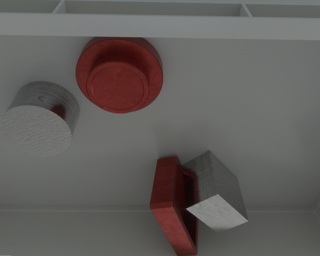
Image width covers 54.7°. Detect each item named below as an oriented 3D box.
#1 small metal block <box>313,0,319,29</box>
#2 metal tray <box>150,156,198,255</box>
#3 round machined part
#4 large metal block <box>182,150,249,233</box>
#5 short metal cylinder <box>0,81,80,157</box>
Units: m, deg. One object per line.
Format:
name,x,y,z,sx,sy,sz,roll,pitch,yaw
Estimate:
small metal block,0.188,-0.109,0.303,0.050,0.050,0.025,-3,130,2
metal tray,0.026,0.117,0.461,0.030,0.090,0.129,-11,128,17
round machined part,-0.046,-0.055,0.351,0.099,0.042,0.097,-1,130,0
large metal block,0.079,0.094,0.454,0.050,0.080,0.080,-32,124,24
short metal cylinder,-0.145,-0.011,0.382,0.081,0.050,0.079,0,130,0
